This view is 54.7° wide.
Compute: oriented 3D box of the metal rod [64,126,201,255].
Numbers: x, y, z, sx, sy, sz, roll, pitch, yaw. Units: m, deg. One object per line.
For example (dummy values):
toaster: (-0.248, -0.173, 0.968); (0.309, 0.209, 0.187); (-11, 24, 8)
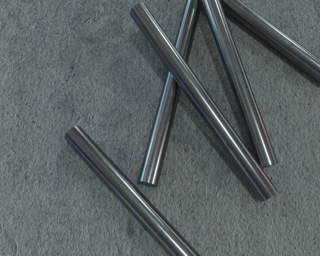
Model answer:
metal rod: (-0.010, 0.108, 0.368); (0.025, 0.025, 0.300); (-42, 76, -14)

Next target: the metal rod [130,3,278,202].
metal rod: (0.051, -0.040, 0.402); (0.025, 0.025, 0.299); (-32, 81, -11)

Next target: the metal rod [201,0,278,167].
metal rod: (0.100, -0.092, 0.429); (0.025, 0.025, 0.299); (-14, 75, -5)

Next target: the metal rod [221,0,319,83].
metal rod: (0.132, -0.169, 0.470); (0.300, 0.025, 0.025); (43, 76, 14)

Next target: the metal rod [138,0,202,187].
metal rod: (0.020, -0.067, 0.432); (0.025, 0.025, 0.299); (13, 70, 4)
